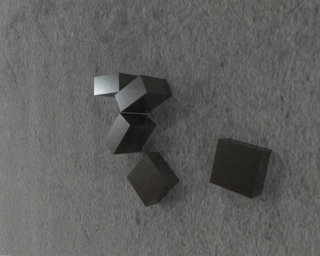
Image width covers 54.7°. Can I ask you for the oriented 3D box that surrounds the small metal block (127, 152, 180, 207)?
[{"bbox_3d":[-0.010,0.068,0.411,0.050,0.025,0.050,-52,60,27],"label":"small metal block"}]

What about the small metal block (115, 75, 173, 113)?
[{"bbox_3d":[-0.021,-0.043,0.404,0.050,0.050,0.025,-32,70,35],"label":"small metal block"}]

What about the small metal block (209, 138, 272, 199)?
[{"bbox_3d":[0.086,0.041,0.333,0.050,0.025,0.050,16,100,38],"label":"small metal block"}]

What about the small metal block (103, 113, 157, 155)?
[{"bbox_3d":[-0.041,0.008,0.420,0.025,0.050,0.050,47,118,29],"label":"small metal block"}]

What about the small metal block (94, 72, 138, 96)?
[{"bbox_3d":[-0.056,-0.059,0.433,0.050,0.050,0.025,-2,89,39],"label":"small metal block"}]
